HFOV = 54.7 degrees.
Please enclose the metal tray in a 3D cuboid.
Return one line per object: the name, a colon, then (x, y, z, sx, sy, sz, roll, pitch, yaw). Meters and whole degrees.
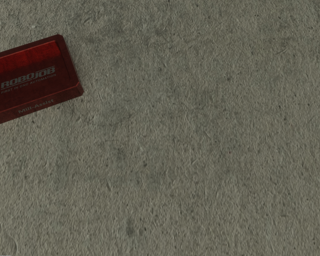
metal tray: (-0.183, -0.068, 0.428, 0.131, 0.030, 0.090, -21, 71, -8)
